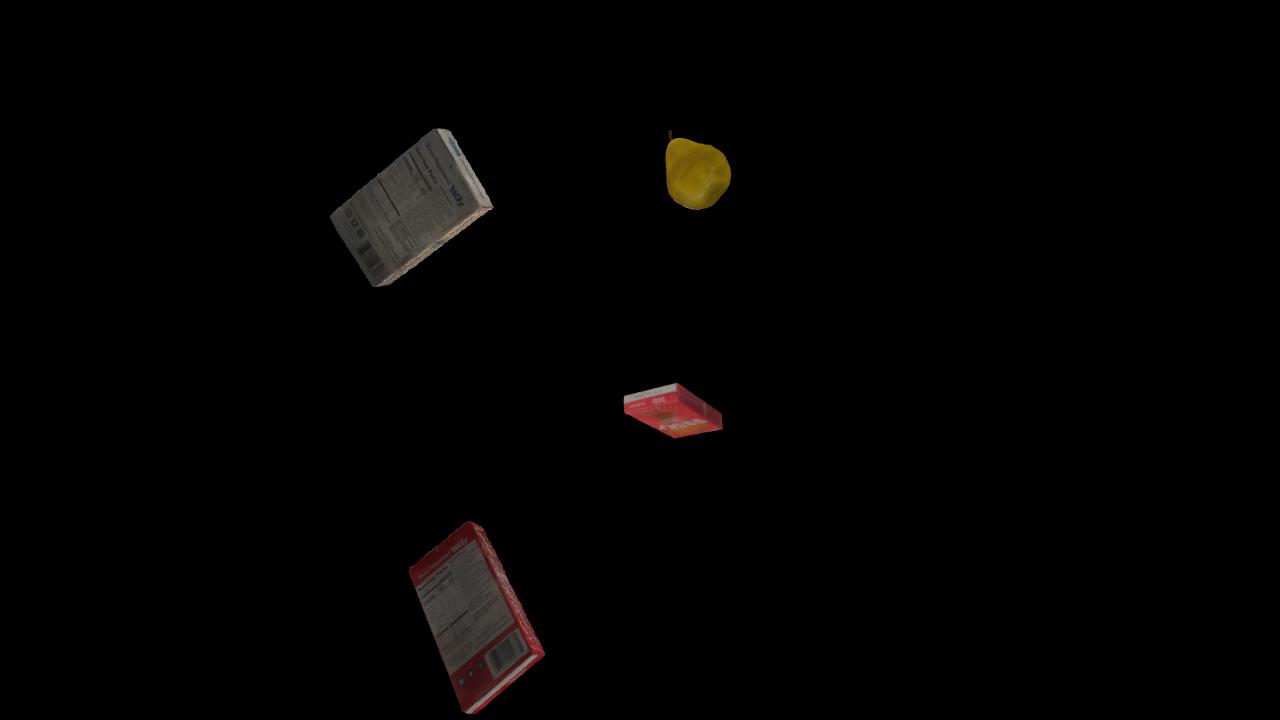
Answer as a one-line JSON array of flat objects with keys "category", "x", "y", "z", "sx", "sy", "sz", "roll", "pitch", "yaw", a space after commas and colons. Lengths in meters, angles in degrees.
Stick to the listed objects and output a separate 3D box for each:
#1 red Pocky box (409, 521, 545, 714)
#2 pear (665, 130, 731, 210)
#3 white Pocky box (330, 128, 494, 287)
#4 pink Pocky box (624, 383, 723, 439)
[{"category": "red Pocky box", "x": -0.159, "y": 0.240, "z": 0.588, "sx": 0.155, "sy": 0.083, "sz": 0.028, "roll": 50, "pitch": -1, "yaw": 36}, {"category": "pear", "x": 0.057, "y": -0.240, "z": 0.763, "sx": 0.111, "sy": 0.080, "sz": 0.080, "roll": 48, "pitch": 21, "yaw": 20}, {"category": "white Pocky box", "x": -0.221, "y": -0.142, "z": 0.588, "sx": 0.154, "sy": 0.084, "sz": 0.028, "roll": -28, "pitch": 5, "yaw": 23}, {"category": "pink Pocky box", "x": 0.051, "y": 0.076, "z": 0.876, "sx": 0.084, "sy": 0.029, "sz": 0.155, "roll": -14, "pitch": -26, "yaw": 26}]
